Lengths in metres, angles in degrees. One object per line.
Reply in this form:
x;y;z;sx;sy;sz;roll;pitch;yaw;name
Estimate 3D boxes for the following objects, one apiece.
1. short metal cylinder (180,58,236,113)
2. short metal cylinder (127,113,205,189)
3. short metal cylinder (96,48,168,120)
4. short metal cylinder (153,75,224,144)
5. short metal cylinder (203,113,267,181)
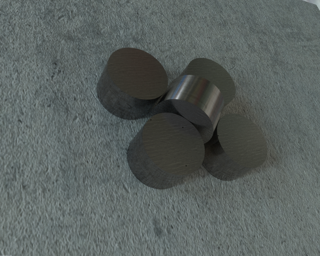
0.063;-0.056;0.457;0.081;0.050;0.080;14;56;-21;short metal cylinder
0.007;0.028;0.376;0.081;0.050;0.080;14;56;-21;short metal cylinder
-0.037;-0.057;0.404;0.081;0.050;0.080;14;56;-21;short metal cylinder
0.038;-0.022;0.406;0.080;0.080;0.050;34;51;-6;short metal cylinder
0.099;0.027;0.427;0.081;0.050;0.080;14;56;-21;short metal cylinder
